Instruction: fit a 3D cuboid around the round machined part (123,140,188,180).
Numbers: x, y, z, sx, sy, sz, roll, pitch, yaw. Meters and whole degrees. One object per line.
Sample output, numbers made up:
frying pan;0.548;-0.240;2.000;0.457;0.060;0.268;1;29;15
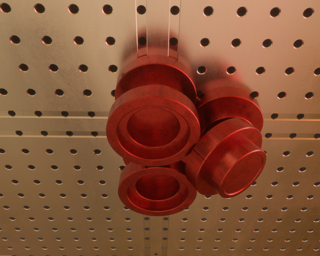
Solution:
round machined part;-0.004;0.041;0.436;0.099;0.042;0.097;0;130;0

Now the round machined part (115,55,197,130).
round machined part;-0.005;-0.034;0.372;0.099;0.042;0.097;0;130;0

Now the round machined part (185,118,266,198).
round machined part;0.081;0.041;0.352;0.099;0.042;0.097;-22;134;-24

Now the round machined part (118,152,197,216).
round machined part;-0.003;0.069;0.403;0.099;0.042;0.097;0;130;0

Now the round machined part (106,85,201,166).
round machined part;-0.007;-0.006;0.339;0.099;0.042;0.097;0;130;0

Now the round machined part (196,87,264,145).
round machined part;0.084;-0.001;0.401;0.099;0.042;0.097;0;130;0
